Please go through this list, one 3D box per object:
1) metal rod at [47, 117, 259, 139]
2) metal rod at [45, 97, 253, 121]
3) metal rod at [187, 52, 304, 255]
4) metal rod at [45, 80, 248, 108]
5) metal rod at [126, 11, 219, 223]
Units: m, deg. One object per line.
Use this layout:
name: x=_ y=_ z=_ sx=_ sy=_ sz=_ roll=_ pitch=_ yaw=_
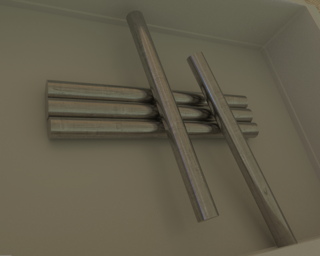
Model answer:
metal rod: x=0.012 y=0.002 z=0.411 sx=0.303 sy=0.025 sz=0.025 roll=1 pitch=62 yaw=-28
metal rod: x=0.006 y=-0.020 z=0.421 sx=0.303 sy=0.025 sz=0.025 roll=1 pitch=62 yaw=-28
metal rod: x=0.110 y=0.031 z=0.421 sx=0.025 sy=0.025 sz=0.299 roll=-17 pitch=78 yaw=-35
metal rod: x=0.001 y=-0.042 z=0.432 sx=0.303 sy=0.025 sz=0.025 roll=1 pitch=62 yaw=-28
metal rod: x=0.008 y=-0.031 z=0.396 sx=0.025 sy=0.025 sz=0.299 roll=-5 pitch=64 yaw=-31
